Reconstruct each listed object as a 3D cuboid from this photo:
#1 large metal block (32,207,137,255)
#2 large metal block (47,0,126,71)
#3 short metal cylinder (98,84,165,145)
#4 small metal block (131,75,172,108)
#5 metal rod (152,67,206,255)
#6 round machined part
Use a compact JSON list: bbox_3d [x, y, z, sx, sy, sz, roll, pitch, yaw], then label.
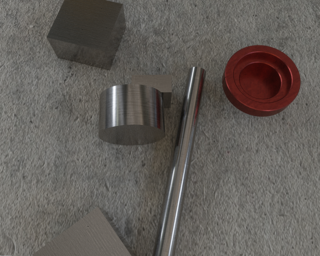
[{"bbox_3d":[-0.075,0.146,0.341,0.080,0.050,0.080,-35,74,-12],"label":"large metal block"},{"bbox_3d":[-0.101,-0.138,0.444,0.080,0.050,0.080,14,71,5],"label":"large metal block"},{"bbox_3d":[-0.035,-0.014,0.384,0.081,0.080,0.050,-2,70,-1],"label":"short metal cylinder"},{"bbox_3d":[-0.011,-0.048,0.412,0.050,0.050,0.025,-1,70,-1],"label":"small metal block"},{"bbox_3d":[0.023,0.058,0.387,0.025,0.025,0.299,11,70,3],"label":"metal rod"},{"bbox_3d":[0.134,-0.060,0.423,0.099,0.042,0.098,0,70,-1],"label":"round machined part"}]
